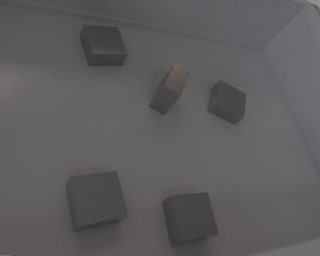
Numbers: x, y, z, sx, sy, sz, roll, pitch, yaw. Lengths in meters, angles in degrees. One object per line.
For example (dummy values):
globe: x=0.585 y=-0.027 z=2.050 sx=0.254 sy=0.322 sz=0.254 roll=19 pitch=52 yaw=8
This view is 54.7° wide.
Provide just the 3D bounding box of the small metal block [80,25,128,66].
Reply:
small metal block: x=-0.079 y=-0.115 z=0.433 sx=0.050 sy=0.025 sz=0.050 roll=-8 pitch=66 yaw=-32

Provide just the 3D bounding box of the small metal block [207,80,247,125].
small metal block: x=0.106 y=-0.040 z=0.487 sx=0.050 sy=0.025 sz=0.050 roll=26 pitch=53 yaw=-12

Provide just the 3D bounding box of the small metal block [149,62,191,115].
small metal block: x=0.013 y=-0.054 z=0.429 sx=0.025 sy=0.050 sz=0.050 roll=30 pitch=52 yaw=-9

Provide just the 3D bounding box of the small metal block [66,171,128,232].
small metal block: x=-0.067 y=0.075 z=0.324 sx=0.050 sy=0.025 sz=0.050 roll=-4 pitch=64 yaw=-30

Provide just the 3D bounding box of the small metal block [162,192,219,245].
small metal block: x=0.035 y=0.104 z=0.360 sx=0.050 sy=0.025 sz=0.050 roll=2 pitch=61 yaw=-27
